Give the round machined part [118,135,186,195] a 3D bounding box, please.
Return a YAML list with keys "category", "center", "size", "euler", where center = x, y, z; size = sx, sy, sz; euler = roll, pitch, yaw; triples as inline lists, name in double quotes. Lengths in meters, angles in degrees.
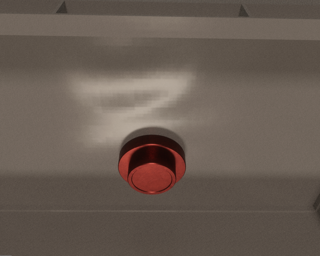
- category: "round machined part"
  center: [-0.011, 0.059, 0.449]
  size: [0.099, 0.042, 0.097]
  euler: [-1, 130, 0]
